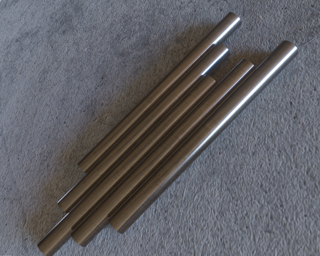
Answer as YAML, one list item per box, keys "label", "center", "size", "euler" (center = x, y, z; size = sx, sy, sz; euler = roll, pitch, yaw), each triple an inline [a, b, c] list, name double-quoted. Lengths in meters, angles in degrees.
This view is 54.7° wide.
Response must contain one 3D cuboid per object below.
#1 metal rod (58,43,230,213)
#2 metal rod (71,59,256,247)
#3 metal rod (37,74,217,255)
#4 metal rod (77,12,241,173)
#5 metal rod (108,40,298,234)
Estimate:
- label: "metal rod"
  center: [-0.019, -0.002, 0.415]
  size: [0.300, 0.025, 0.025]
  euler: [-45, 51, -4]
- label: "metal rod"
  center: [0.007, 0.028, 0.383]
  size: [0.300, 0.025, 0.025]
  euler: [-45, 51, -4]
- label: "metal rod"
  center: [-0.037, 0.045, 0.396]
  size: [0.300, 0.025, 0.025]
  euler: [-45, 51, -4]
- label: "metal rod"
  center: [0.002, -0.050, 0.434]
  size: [0.300, 0.025, 0.025]
  euler: [-45, 51, -4]
- label: "metal rod"
  center: [0.054, 0.008, 0.371]
  size: [0.300, 0.025, 0.025]
  euler: [-45, 51, -4]
